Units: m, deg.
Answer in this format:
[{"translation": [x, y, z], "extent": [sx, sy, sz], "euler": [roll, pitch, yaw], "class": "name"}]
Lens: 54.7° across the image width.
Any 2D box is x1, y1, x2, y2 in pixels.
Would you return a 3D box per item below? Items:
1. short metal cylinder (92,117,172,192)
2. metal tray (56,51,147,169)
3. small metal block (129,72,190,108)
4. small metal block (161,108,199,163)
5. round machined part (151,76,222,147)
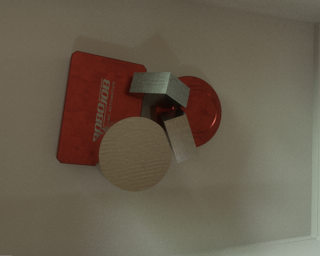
[{"translation": [-0.033, 0.028, 0.352], "extent": [0.081, 0.050, 0.079], "euler": [0, 90, -21], "class": "short metal cylinder"}, {"translation": [-0.071, -0.019, 0.378], "extent": [0.091, 0.030, 0.129], "euler": [8, 87, -20], "class": "metal tray"}, {"translation": [0.001, -0.045, 0.370], "extent": [0.050, 0.050, 0.025], "euler": [28, 72, -55], "class": "small metal block"}, {"translation": [0.022, 0.007, 0.363], "extent": [0.025, 0.050, 0.050], "euler": [-18, 103, -1], "class": "small metal block"}, {"translation": [0.041, -0.022, 0.416], "extent": [0.099, 0.042, 0.097], "euler": [0, 90, -21], "class": "round machined part"}]
